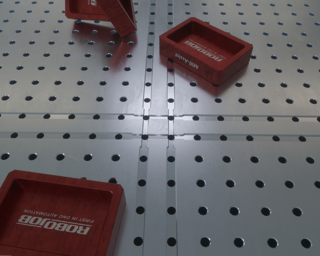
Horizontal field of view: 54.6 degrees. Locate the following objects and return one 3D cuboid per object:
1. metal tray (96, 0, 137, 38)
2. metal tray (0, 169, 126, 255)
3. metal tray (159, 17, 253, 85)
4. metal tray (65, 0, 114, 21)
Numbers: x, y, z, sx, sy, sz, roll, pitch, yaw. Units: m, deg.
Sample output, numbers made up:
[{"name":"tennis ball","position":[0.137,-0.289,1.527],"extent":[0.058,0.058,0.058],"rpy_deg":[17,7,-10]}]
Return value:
[{"name":"metal tray","position":[-0.081,-0.237,0.562],"extent":[0.030,0.090,0.130],"rpy_deg":[-23,49,15]},{"name":"metal tray","position":[-0.110,0.096,0.322],"extent":[0.131,0.030,0.090],"rpy_deg":[7,50,6]},{"name":"metal tray","position":[0.074,-0.132,0.515],"extent":[0.130,0.030,0.090],"rpy_deg":[36,59,26]},{"name":"metal tray","position":[-0.123,-0.263,0.560],"extent":[0.090,0.129,0.030],"rpy_deg":[7,15,11]}]
